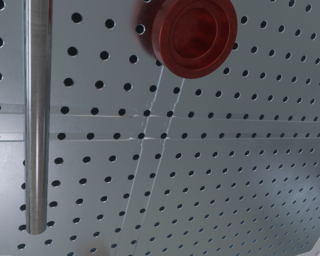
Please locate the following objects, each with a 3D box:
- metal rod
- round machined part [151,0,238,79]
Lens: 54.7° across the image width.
[{"bbox_3d":[-0.134,-0.001,0.337,0.025,0.025,0.298,-3,120,-27],"label":"metal rod"},{"bbox_3d":[0.035,-0.109,0.352,0.099,0.042,0.097,-14,124,-21],"label":"round machined part"}]
